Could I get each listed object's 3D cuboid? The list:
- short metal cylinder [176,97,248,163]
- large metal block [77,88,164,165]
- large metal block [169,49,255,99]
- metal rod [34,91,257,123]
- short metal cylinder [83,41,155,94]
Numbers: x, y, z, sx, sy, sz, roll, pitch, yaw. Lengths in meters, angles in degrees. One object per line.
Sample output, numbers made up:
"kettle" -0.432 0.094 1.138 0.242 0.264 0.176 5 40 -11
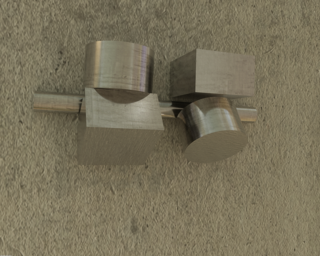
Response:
"short metal cylinder" 0.066 0.004 0.399 0.081 0.080 0.050 2 55 -20
"large metal block" -0.050 0.002 0.356 0.081 0.080 0.050 3 55 -21
"large metal block" 0.065 -0.065 0.405 0.081 0.080 0.050 1 90 -20
"metal rod" -0.004 -0.025 0.411 0.302 0.025 0.025 2 89 -20
"short metal cylinder" -0.048 -0.066 0.363 0.081 0.080 0.050 4 89 -20
